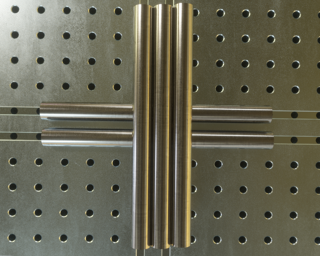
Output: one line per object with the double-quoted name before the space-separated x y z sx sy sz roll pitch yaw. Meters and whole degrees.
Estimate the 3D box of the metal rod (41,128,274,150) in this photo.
"metal rod" -0.002 0.014 0.414 0.302 0.025 0.025 1 90 -1

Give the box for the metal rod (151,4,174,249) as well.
"metal rod" 0.003 -0.002 0.389 0.025 0.025 0.298 1 90 -1

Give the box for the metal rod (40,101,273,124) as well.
"metal rod" -0.004 -0.021 0.413 0.302 0.025 0.025 1 90 -1

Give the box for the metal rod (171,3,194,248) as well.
"metal rod" 0.028 -0.003 0.389 0.025 0.025 0.298 1 90 -1

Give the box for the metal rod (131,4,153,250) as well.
"metal rod" -0.022 -0.001 0.388 0.025 0.025 0.298 1 90 -1
